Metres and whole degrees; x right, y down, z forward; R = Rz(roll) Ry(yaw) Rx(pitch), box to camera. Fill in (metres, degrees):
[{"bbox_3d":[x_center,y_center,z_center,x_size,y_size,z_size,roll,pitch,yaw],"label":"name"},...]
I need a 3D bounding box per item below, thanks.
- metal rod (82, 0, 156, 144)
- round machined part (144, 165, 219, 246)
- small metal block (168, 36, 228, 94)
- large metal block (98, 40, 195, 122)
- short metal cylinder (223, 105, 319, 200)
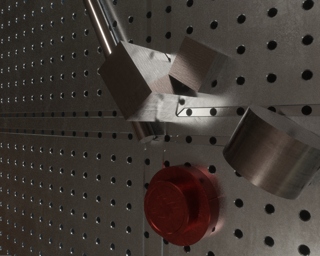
[{"bbox_3d":[-0.073,-0.115,0.467,0.025,0.025,0.299,-35,68,34],"label":"metal rod"},{"bbox_3d":[0.019,0.096,0.381,0.098,0.042,0.097,0,90,39],"label":"round machined part"},{"bbox_3d":[0.045,-0.075,0.371,0.050,0.025,0.050,38,113,33],"label":"small metal block"},{"bbox_3d":[-0.017,-0.055,0.385,0.050,0.081,0.080,-45,63,30],"label":"large metal block"},{"bbox_3d":[0.106,0.020,0.285,0.080,0.081,0.050,39,114,33],"label":"short metal cylinder"}]
